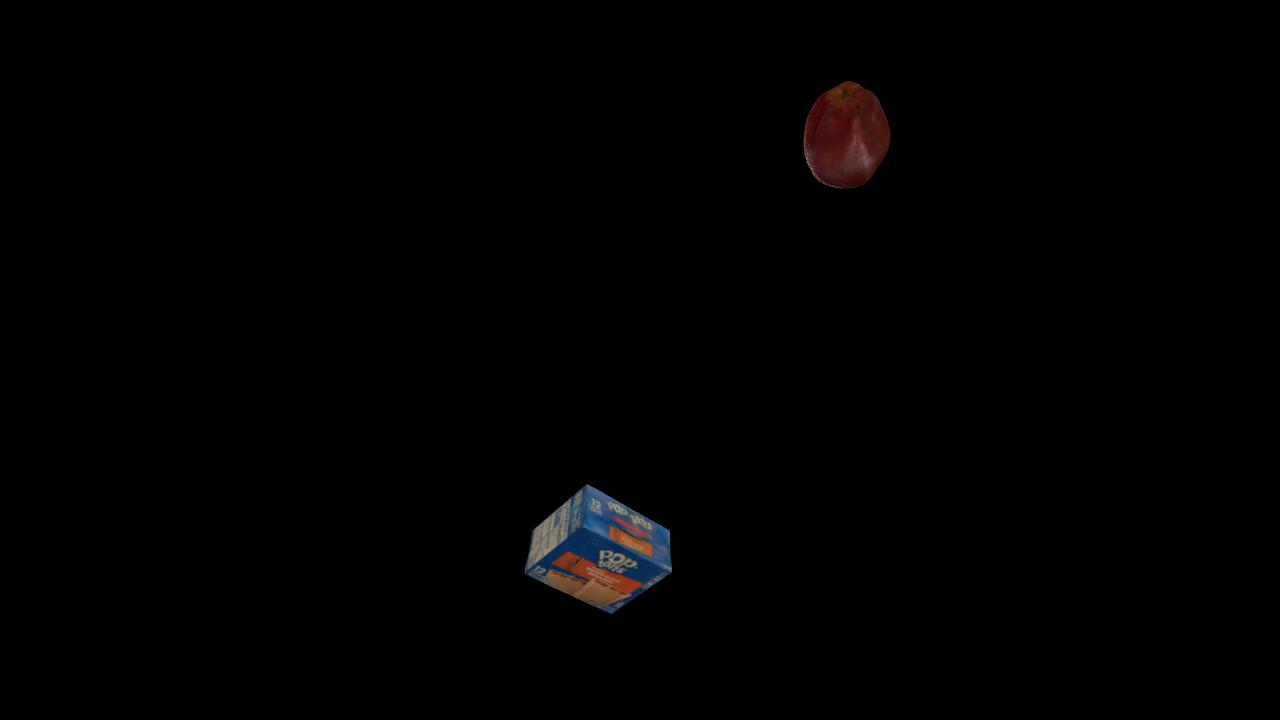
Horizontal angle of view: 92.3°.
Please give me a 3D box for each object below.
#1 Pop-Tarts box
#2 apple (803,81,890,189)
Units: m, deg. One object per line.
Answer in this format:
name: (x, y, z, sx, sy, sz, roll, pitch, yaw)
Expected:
Pop-Tarts box: (-0.060, 0.286, 0.919, 0.167, 0.141, 0.083, 35, 27, -25)
apple: (0.190, -0.206, 0.571, 0.079, 0.079, 0.093, 0, -31, 21)
